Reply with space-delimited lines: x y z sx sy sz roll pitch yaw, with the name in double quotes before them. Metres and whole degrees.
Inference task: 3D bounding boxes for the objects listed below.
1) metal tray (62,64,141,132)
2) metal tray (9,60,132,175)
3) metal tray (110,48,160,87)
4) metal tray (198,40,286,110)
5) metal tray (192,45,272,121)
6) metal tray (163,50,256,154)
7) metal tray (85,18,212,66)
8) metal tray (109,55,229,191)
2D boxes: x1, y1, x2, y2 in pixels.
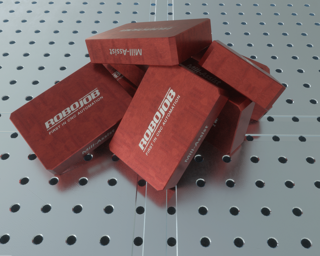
"metal tray" -0.081 -0.048 0.443 0.090 0.030 0.131 32 57 24
"metal tray" -0.104 -0.016 0.388 0.130 0.030 0.090 -38 75 -14
"metal tray" -0.005 -0.109 0.472 0.131 0.030 0.090 -26 56 -38
"metal tray" 0.098 -0.071 0.383 0.090 0.030 0.130 34 20 1
"metal tray" 0.091 -0.072 0.437 0.131 0.030 0.090 21 50 -9
"metal tray" 0.051 -0.034 0.396 0.130 0.090 0.030 37 60 27
"metal tray" -0.014 -0.106 0.379 0.130 0.030 0.090 10 33 34
"metal tray" 0.006 -0.006 0.353 0.090 0.129 0.030 36 17 25
